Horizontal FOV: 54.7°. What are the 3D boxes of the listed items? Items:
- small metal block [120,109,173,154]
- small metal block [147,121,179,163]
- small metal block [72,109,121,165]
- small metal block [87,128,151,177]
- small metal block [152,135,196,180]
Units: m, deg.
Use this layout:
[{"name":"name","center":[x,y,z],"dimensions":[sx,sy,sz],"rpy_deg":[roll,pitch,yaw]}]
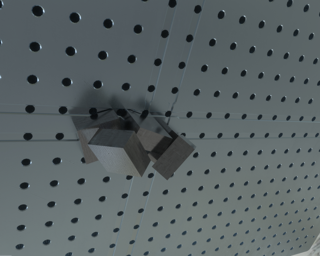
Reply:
[{"name":"small metal block","center":[-0.020,0.005,0.388],"dimensions":[0.050,0.050,0.025],"rpy_deg":[20,108,-36]},{"name":"small metal block","center":[0.008,0.027,0.434],"dimensions":[0.050,0.025,0.050],"rpy_deg":[-46,130,3]},{"name":"small metal block","center":[-0.074,0.010,0.379],"dimensions":[0.050,0.025,0.050],"rpy_deg":[-18,126,-18]},{"name":"small metal block","center":[-0.046,0.028,0.353],"dimensions":[0.025,0.050,0.050],"rpy_deg":[-61,141,-36]},{"name":"small metal block","center":[0.020,0.036,0.395],"dimensions":[0.050,0.025,0.050],"rpy_deg":[-49,173,6]}]
